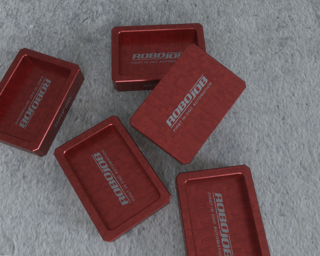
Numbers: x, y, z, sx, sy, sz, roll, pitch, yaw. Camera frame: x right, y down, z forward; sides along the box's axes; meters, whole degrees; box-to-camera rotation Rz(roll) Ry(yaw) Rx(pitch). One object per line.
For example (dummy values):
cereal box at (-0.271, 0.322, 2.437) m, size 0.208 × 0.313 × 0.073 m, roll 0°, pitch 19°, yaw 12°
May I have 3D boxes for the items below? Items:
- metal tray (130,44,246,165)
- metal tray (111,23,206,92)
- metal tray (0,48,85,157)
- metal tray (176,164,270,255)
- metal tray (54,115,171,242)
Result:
metal tray at (0.035, -0.030, 0.396) m, size 0.090 × 0.030 × 0.130 m, roll 38°, pitch 84°, yaw 0°
metal tray at (-0.002, -0.102, 0.442) m, size 0.131 × 0.030 × 0.090 m, roll -3°, pitch 70°, yaw -2°
metal tray at (-0.171, -0.037, 0.416) m, size 0.090 × 0.030 × 0.130 m, roll 19°, pitch 71°, yaw 6°
metal tray at (0.072, 0.114, 0.364) m, size 0.091 × 0.030 × 0.129 m, roll -7°, pitch 70°, yaw -3°
metal tray at (-0.058, 0.060, 0.382) m, size 0.090 × 0.030 × 0.130 m, roll -32°, pitch 73°, yaw -12°
